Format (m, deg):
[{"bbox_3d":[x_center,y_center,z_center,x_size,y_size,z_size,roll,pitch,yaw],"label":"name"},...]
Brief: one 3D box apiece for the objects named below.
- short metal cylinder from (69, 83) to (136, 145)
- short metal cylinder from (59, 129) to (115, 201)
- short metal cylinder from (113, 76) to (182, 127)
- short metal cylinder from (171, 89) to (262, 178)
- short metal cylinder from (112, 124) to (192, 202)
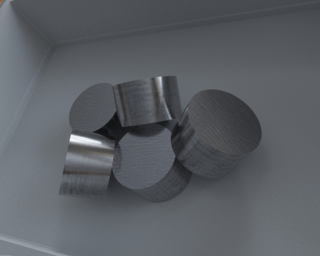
[{"bbox_3d":[-0.079,-0.016,0.436,0.080,0.050,0.080,-13,56,20],"label":"short metal cylinder"},{"bbox_3d":[-0.089,0.045,0.377,0.050,0.080,0.080,11,59,-14],"label":"short metal cylinder"},{"bbox_3d":[-0.015,-0.033,0.385,0.080,0.080,0.050,-8,94,24],"label":"short metal cylinder"},{"bbox_3d":[0.058,0.006,0.327,0.081,0.050,0.080,11,52,-14],"label":"short metal cylinder"},{"bbox_3d":[-0.009,0.041,0.366,0.080,0.050,0.080,-13,56,20],"label":"short metal cylinder"}]
